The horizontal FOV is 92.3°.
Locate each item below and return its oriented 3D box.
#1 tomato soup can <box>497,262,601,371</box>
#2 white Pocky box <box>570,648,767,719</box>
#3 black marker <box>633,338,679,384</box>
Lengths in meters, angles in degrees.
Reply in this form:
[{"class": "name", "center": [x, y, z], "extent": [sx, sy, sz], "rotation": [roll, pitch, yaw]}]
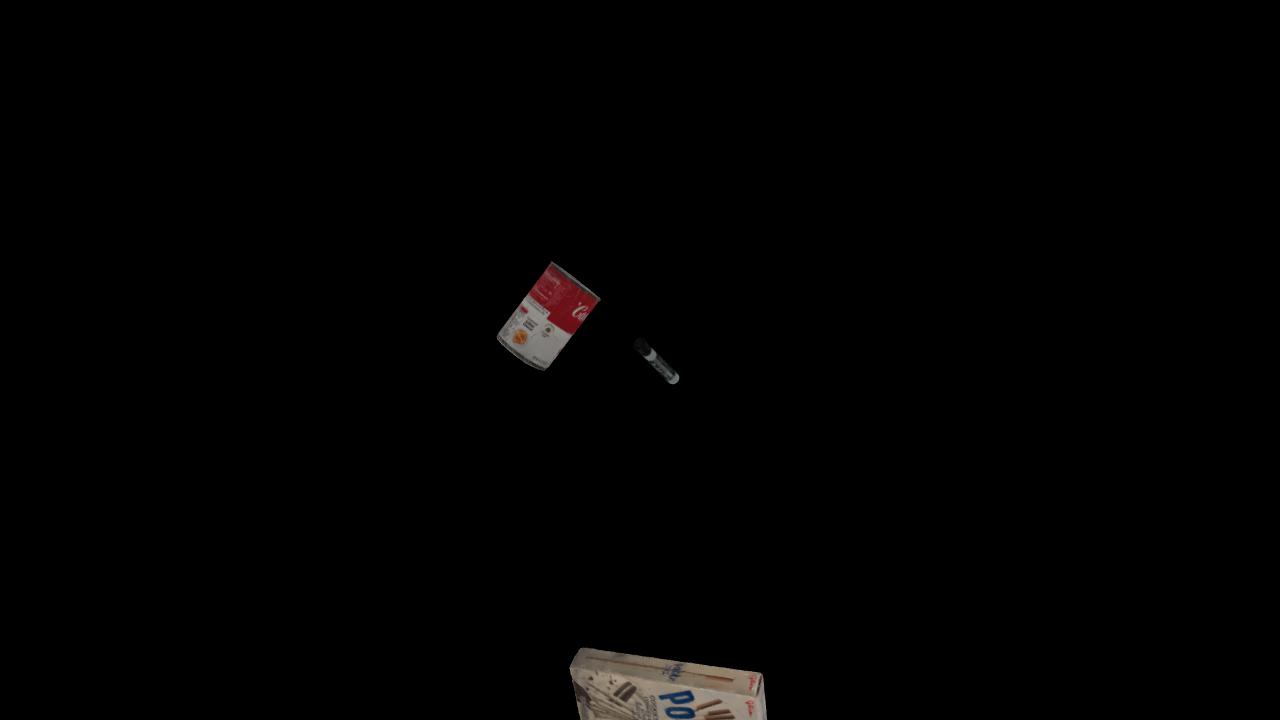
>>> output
[{"class": "tomato soup can", "center": [-0.099, -0.046, 0.666], "extent": [0.068, 0.101, 0.068], "rotation": [38, 4, -3]}, {"class": "white Pocky box", "center": [0.023, 0.279, 0.489], "extent": [0.154, 0.084, 0.028], "rotation": [-2, 17, 21]}, {"class": "black marker", "center": [0.023, 0.002, 0.867], "extent": [0.020, 0.020, 0.121], "rotation": [0, -25, 30]}]
